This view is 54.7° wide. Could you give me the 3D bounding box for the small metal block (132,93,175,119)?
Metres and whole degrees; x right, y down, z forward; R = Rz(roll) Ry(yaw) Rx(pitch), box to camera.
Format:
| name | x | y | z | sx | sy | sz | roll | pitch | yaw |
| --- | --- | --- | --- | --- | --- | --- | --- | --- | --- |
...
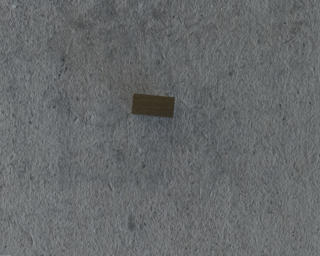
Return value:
| name | x | y | z | sx | sy | sz | roll | pitch | yaw |
| --- | --- | --- | --- | --- | --- | --- | --- | --- | --- |
| small metal block | -0.008 | -0.027 | 0.398 | 0.050 | 0.050 | 0.025 | 5 | 90 | -1 |
